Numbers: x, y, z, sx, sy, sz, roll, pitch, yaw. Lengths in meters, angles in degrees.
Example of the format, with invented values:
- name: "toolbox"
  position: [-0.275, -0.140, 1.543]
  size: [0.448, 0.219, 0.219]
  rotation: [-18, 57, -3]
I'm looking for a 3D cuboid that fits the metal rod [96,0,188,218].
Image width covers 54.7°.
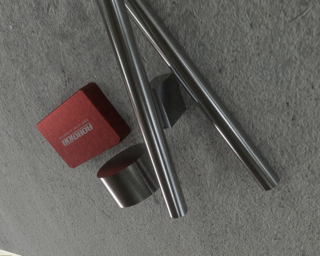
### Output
- name: "metal rod"
  position: [-0.017, -0.025, 0.334]
  size: [0.025, 0.025, 0.298]
  rotation: [-3, 117, 29]

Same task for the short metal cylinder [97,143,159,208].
- name: "short metal cylinder"
  position: [-0.039, 0.064, 0.430]
  size: [0.080, 0.080, 0.050]
  rotation: [-20, 108, 35]

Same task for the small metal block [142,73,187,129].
- name: "small metal block"
  position: [0.004, -0.032, 0.367]
  size: [0.025, 0.050, 0.050]
  rotation: [-7, 115, 31]

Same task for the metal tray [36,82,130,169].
- name: "metal tray"
  position: [-0.117, 0.001, 0.464]
  size: [0.130, 0.030, 0.090]
  rotation: [-28, 103, 37]

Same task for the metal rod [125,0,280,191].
- name: "metal rod"
  position: [0.042, -0.048, 0.354]
  size: [0.025, 0.025, 0.300]
  rotation: [-32, 101, 38]
